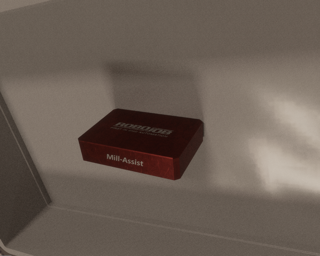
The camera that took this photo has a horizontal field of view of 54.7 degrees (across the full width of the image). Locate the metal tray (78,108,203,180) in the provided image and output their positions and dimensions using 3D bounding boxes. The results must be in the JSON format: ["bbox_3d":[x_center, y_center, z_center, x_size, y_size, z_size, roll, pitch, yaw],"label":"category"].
[{"bbox_3d":[-0.022,0.015,0.385,0.130,0.090,0.030,9,122,23],"label":"metal tray"}]
